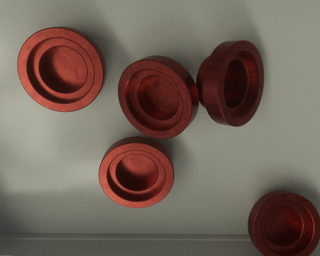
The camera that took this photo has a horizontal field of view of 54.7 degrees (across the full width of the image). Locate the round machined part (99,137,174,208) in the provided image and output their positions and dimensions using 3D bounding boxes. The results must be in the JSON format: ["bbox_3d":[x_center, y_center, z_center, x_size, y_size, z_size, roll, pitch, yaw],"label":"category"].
[{"bbox_3d":[-0.031,0.056,0.423,0.099,0.042,0.097,0,110,-1],"label":"round machined part"}]

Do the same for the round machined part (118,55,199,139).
[{"bbox_3d":[0.002,-0.039,0.374,0.098,0.042,0.097,14,121,24],"label":"round machined part"}]

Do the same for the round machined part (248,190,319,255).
[{"bbox_3d":[0.173,0.138,0.444,0.099,0.042,0.097,0,89,-6],"label":"round machined part"}]

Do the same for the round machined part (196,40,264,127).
[{"bbox_3d":[0.080,-0.053,0.366,0.099,0.042,0.097,-12,107,-43],"label":"round machined part"}]

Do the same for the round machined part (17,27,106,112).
[{"bbox_3d":[-0.114,-0.072,0.374,0.099,0.042,0.097,0,110,-1],"label":"round machined part"}]
